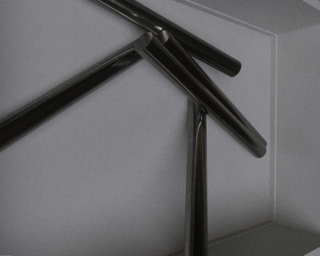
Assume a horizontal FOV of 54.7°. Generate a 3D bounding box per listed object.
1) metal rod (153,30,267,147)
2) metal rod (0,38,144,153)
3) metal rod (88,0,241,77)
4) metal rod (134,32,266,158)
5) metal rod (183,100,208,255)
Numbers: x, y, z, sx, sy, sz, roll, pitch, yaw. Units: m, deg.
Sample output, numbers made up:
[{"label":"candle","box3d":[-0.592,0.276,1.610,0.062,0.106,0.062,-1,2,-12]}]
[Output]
[{"label":"metal rod","box3d":[0.091,-0.036,0.457,0.301,0.025,0.025,37,68,-42]},{"label":"metal rod","box3d":[-0.083,-0.047,0.336,0.302,0.025,0.025,-41,115,-32]},{"label":"metal rod","box3d":[-0.017,-0.128,0.364,0.302,0.025,0.025,20,77,-30]},{"label":"metal rod","box3d":[0.075,-0.026,0.426,0.301,0.025,0.025,35,68,-41]},{"label":"metal rod","box3d":[0.043,0.075,0.361,0.025,0.025,0.300,38,41,-33]}]
